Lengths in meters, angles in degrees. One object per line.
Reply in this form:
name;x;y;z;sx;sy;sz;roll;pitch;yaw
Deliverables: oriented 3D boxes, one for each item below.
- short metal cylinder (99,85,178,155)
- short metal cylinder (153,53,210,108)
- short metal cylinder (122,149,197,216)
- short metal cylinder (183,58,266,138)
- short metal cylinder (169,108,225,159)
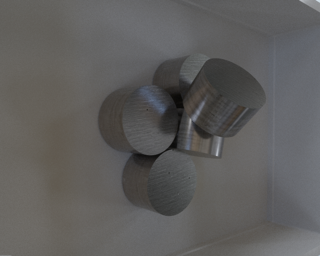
short metal cylinder;-0.025;-0.009;0.369;0.081;0.050;0.079;0;90;-40
short metal cylinder;0.038;-0.057;0.422;0.081;0.050;0.079;0;90;-40
short metal cylinder;0.000;0.065;0.390;0.081;0.050;0.079;0;90;-40
short metal cylinder;0.074;-0.036;0.361;0.081;0.050;0.080;17;44;-17
short metal cylinder;0.045;0.009;0.409;0.081;0.080;0.050;17;79;-39
